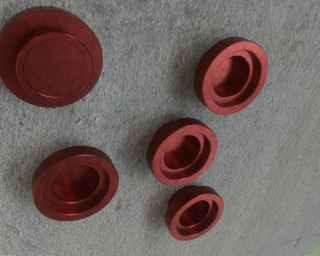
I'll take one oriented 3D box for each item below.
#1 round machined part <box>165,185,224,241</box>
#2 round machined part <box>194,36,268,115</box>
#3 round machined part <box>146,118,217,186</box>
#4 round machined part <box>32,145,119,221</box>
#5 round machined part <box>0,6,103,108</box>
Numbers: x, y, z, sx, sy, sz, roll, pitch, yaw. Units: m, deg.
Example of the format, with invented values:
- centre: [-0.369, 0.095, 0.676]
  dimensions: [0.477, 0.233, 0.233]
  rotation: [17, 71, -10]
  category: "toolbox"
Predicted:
- centre: [0.051, 0.132, 0.506]
  dimensions: [0.099, 0.042, 0.097]
  rotation: [-14, 124, -21]
  category: "round machined part"
- centre: [0.086, -0.069, 0.400]
  dimensions: [0.099, 0.042, 0.097]
  rotation: [-14, 124, -21]
  category: "round machined part"
- centre: [0.026, 0.028, 0.428]
  dimensions: [0.099, 0.042, 0.097]
  rotation: [-14, 124, -21]
  category: "round machined part"
- centre: [-0.104, 0.062, 0.378]
  dimensions: [0.099, 0.042, 0.097]
  rotation: [-14, 124, -21]
  category: "round machined part"
- centre: [-0.103, -0.063, 0.300]
  dimensions: [0.099, 0.042, 0.097]
  rotation: [-14, 124, -21]
  category: "round machined part"
